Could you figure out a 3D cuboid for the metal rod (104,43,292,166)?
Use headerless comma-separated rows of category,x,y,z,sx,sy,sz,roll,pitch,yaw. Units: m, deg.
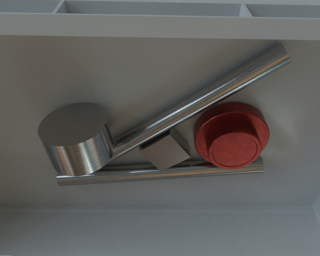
metal rod,0.017,-0.015,0.395,0.300,0.025,0.025,-29,125,22

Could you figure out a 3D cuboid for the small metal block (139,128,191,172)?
small metal block,0.007,0.028,0.430,0.050,0.025,0.050,-29,125,22

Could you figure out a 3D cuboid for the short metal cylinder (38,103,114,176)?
short metal cylinder,-0.101,0.013,0.381,0.080,0.080,0.050,-4,130,3

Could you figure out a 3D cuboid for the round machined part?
round machined part,0.095,0.017,0.410,0.099,0.042,0.097,-1,130,0

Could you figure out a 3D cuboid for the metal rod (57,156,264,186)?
metal rod,-0.001,0.065,0.462,0.302,0.025,0.025,-4,130,3
